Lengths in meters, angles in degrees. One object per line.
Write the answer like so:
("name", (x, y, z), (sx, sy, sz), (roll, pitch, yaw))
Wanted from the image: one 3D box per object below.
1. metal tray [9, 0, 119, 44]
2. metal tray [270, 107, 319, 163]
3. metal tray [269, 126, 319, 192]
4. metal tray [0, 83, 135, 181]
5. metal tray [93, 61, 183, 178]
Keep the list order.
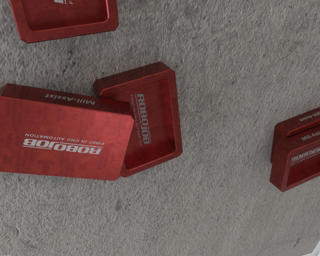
("metal tray", (-0.089, -0.146, 0.264), (0.091, 0.030, 0.129), (-16, 125, -20))
("metal tray", (0.265, 0.017, 0.558), (0.131, 0.030, 0.089), (-19, 126, -17))
("metal tray", (0.255, 0.049, 0.532), (0.131, 0.030, 0.089), (-17, 126, -18))
("metal tray", (-0.101, 0.009, 0.329), (0.131, 0.030, 0.089), (8, 121, -17))
("metal tray", (-0.022, -0.008, 0.386), (0.091, 0.030, 0.129), (-20, 126, -17))
